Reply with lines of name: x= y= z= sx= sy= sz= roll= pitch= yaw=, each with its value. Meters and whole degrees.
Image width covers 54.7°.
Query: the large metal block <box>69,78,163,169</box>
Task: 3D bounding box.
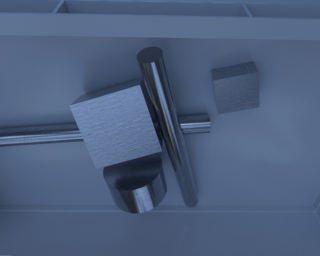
large metal block: x=-0.047 y=-0.007 z=0.366 sx=0.080 sy=0.050 sz=0.080 roll=-16 pitch=108 yaw=7

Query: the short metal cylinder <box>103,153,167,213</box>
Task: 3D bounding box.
short metal cylinder: x=-0.033 y=0.071 z=0.433 sx=0.080 sy=0.080 sz=0.050 roll=-7 pitch=130 yaw=5

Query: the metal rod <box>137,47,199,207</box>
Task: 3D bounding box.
metal rod: x=0.021 y=0.026 z=0.400 sx=0.025 sy=0.025 sz=0.299 roll=-10 pitch=139 yaw=7

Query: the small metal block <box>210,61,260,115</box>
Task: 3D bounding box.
small metal block: x=0.090 y=-0.047 z=0.370 sx=0.050 sy=0.025 sz=0.050 roll=-10 pitch=130 yaw=8

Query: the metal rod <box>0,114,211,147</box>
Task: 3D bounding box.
metal rod: x=-0.086 y=0.004 z=0.411 sx=0.302 sy=0.025 sz=0.025 roll=-4 pitch=130 yaw=2
